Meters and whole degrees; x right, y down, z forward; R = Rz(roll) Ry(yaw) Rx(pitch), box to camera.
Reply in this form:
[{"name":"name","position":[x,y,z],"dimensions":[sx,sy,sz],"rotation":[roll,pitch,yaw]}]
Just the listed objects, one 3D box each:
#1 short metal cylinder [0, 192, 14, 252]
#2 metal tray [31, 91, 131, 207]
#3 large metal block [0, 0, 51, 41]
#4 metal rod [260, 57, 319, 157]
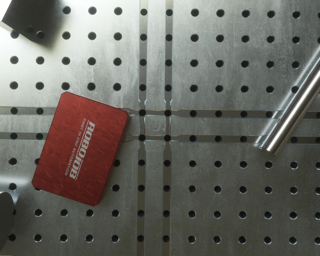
[{"name":"short metal cylinder","position":[-0.225,0.117,0.383],"dimensions":[0.050,0.080,0.079],"rotation":[5,90,0]},{"name":"metal tray","position":[-0.102,0.027,0.410],"dimensions":[0.090,0.030,0.129],"rotation":[19,90,-1]},{"name":"large metal block","position":[-0.181,-0.166,0.383],"dimensions":[0.050,0.080,0.080],"rotation":[26,90,-1]},{"name":"metal rod","position":[0.228,-0.092,0.416],"dimensions":[0.025,0.025,0.299],"rotation":[34,90,-1]}]
